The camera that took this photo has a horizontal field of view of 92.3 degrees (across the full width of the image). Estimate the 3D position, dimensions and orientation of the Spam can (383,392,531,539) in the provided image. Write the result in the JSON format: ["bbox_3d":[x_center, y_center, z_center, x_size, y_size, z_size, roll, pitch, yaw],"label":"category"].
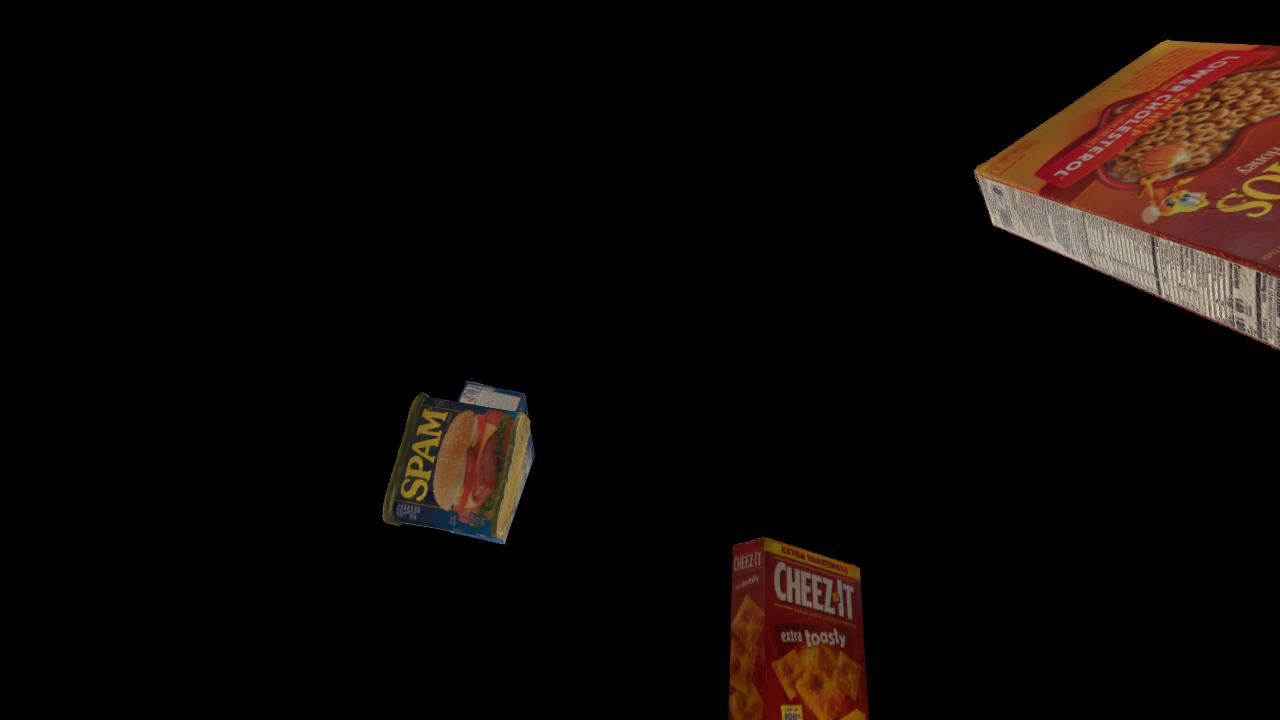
[{"bbox_3d":[-0.138,0.084,0.477,0.085,0.101,0.058,10,-18,1],"label":"Spam can"}]

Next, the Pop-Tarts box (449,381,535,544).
[{"bbox_3d":[-0.201,0.137,0.802,0.083,0.141,0.167,10,-37,4],"label":"Pop-Tarts box"}]

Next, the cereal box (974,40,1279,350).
[{"bbox_3d":[0.441,-0.139,0.454,0.203,0.081,0.306,-34,30,8],"label":"cereal box"}]

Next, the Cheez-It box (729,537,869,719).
[{"bbox_3d":[0.190,0.344,0.735,0.166,0.223,0.071,24,-36,-24],"label":"Cheez-It box"}]
